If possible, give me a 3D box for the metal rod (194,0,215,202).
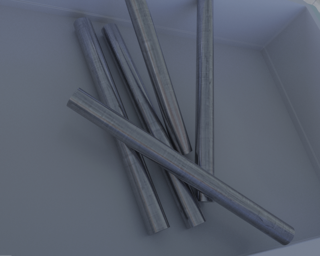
[{"bbox_3d":[0.062,-0.051,0.427,0.025,0.025,0.299,11,71,-23],"label":"metal rod"}]

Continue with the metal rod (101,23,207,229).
[{"bbox_3d":[-0.015,-0.016,0.408,0.025,0.025,0.299,-12,68,-33],"label":"metal rod"}]

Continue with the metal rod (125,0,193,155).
[{"bbox_3d":[-0.014,-0.108,0.382,0.025,0.025,0.298,-25,102,-37],"label":"metal rod"}]

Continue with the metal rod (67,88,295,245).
[{"bbox_3d":[0.029,0.048,0.359,0.301,0.025,0.025,33,51,-6],"label":"metal rod"}]

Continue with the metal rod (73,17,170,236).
[{"bbox_3d":[-0.055,-0.017,0.387,0.025,0.025,0.299,-10,67,-33],"label":"metal rod"}]
